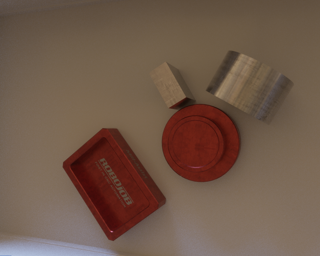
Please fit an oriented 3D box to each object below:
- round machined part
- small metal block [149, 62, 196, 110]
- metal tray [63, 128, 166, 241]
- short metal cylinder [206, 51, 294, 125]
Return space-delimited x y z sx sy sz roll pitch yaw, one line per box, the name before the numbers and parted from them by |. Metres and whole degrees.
round machined part | 0.048 0.019 0.384 0.098 0.042 0.097 0 90 19
small metal block | 0.017 -0.051 0.391 0.025 0.050 0.050 -31 80 17
metal tray | -0.065 0.076 0.429 0.090 0.030 0.130 -39 78 15
short metal cylinder | 0.099 -0.045 0.346 0.080 0.080 0.050 32 100 17
